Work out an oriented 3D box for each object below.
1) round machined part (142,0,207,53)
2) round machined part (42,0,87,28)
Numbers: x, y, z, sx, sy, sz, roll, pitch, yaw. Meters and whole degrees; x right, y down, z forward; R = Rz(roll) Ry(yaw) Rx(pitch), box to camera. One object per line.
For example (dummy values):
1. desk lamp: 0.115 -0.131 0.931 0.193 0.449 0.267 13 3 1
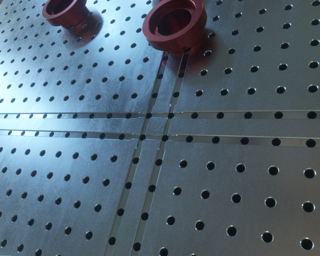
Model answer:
1. round machined part: 0.026 -0.156 0.478 0.098 0.042 0.098 -13 56 20
2. round machined part: -0.193 -0.249 0.648 0.098 0.042 0.098 -13 56 20
